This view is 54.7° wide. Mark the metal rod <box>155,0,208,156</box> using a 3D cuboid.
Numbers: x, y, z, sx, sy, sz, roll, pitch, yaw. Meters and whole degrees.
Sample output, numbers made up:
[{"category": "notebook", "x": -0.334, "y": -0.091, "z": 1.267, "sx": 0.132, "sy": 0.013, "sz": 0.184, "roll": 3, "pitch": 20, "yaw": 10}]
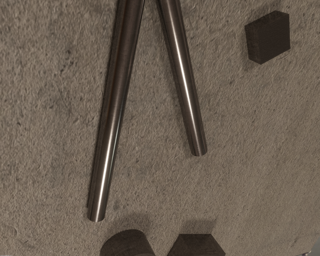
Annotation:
[{"category": "metal rod", "x": 0.024, "y": -0.081, "z": 0.371, "sx": 0.025, "sy": 0.025, "sz": 0.298, "roll": -26, "pitch": 128, "yaw": -13}]

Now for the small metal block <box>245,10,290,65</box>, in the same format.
[{"category": "small metal block", "x": 0.144, "y": -0.121, "z": 0.413, "sx": 0.050, "sy": 0.025, "sz": 0.050, "roll": -29, "pitch": 129, "yaw": -10}]

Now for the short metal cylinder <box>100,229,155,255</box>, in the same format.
[{"category": "short metal cylinder", "x": -0.050, "y": 0.210, "z": 0.495, "sx": 0.081, "sy": 0.050, "sz": 0.079, "roll": -14, "pitch": 125, "yaw": -21}]

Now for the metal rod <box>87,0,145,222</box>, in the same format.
[{"category": "metal rod", "x": -0.058, "y": -0.008, "z": 0.371, "sx": 0.025, "sy": 0.025, "sz": 0.298, "roll": -1, "pitch": 119, "yaw": -29}]

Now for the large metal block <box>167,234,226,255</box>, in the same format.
[{"category": "large metal block", "x": 0.062, "y": 0.247, "z": 0.580, "sx": 0.081, "sy": 0.050, "sz": 0.080, "roll": 14, "pitch": 111, "yaw": -34}]
